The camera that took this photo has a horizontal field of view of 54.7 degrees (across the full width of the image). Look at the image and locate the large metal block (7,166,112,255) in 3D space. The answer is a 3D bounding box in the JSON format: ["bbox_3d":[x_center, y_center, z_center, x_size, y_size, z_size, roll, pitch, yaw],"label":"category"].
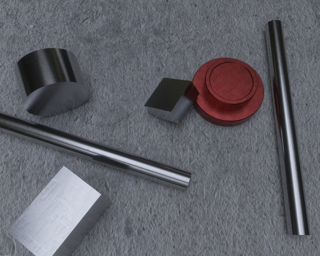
[{"bbox_3d":[-0.103,0.096,0.342,0.050,0.080,0.080,35,74,11],"label":"large metal block"}]

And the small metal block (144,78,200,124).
[{"bbox_3d":[0.015,-0.037,0.409,0.050,0.025,0.050,16,66,44],"label":"small metal block"}]

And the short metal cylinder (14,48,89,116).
[{"bbox_3d":[-0.138,-0.057,0.398,0.080,0.080,0.050,-21,72,-8],"label":"short metal cylinder"}]

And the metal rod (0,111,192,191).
[{"bbox_3d":[-0.108,0.022,0.398,0.301,0.025,0.025,17,71,5],"label":"metal rod"}]

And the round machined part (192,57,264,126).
[{"bbox_3d":[0.092,-0.055,0.420,0.099,0.042,0.098,0,70,-1],"label":"round machined part"}]

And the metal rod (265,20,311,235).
[{"bbox_3d":[0.167,-0.014,0.415,0.025,0.025,0.299,1,70,0],"label":"metal rod"}]
